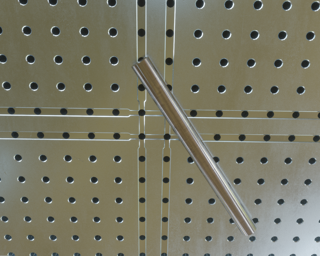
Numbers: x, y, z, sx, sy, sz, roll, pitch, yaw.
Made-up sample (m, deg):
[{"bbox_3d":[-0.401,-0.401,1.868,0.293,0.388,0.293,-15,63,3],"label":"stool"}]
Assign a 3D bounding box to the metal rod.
[{"bbox_3d":[0.055,0.036,0.427,0.025,0.025,0.299,-31,108,10],"label":"metal rod"}]
